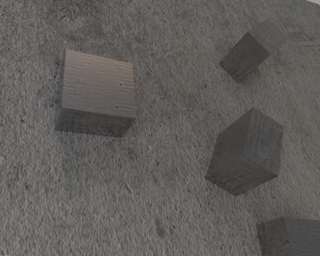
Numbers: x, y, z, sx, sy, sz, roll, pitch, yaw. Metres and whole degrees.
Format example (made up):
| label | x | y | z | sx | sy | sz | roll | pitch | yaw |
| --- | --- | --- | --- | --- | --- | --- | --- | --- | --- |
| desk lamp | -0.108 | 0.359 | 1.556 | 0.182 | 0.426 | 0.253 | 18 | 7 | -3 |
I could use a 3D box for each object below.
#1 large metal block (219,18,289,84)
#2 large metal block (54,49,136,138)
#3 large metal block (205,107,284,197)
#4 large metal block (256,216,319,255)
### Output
| label | x | y | z | sx | sy | sz | roll | pitch | yaw |
| --- | --- | --- | --- | --- | --- | --- | --- | --- | --- |
| large metal block | 0.162 | -0.133 | 0.536 | 0.050 | 0.080 | 0.080 | 48 | 51 | 5 |
| large metal block | -0.077 | -0.039 | 0.370 | 0.081 | 0.050 | 0.080 | 8 | 58 | -24 |
| large metal block | 0.111 | 0.033 | 0.408 | 0.050 | 0.080 | 0.080 | 31 | 52 | -9 |
| large metal block | 0.175 | 0.160 | 0.384 | 0.081 | 0.050 | 0.080 | 12 | 57 | -22 |
